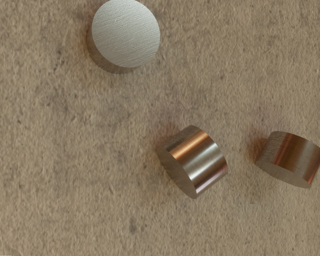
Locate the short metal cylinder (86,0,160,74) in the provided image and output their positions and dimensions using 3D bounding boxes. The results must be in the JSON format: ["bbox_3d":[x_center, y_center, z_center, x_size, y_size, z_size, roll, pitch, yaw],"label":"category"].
[{"bbox_3d":[-0.046,-0.110,0.379,0.081,0.050,0.079,0,90,-21],"label":"short metal cylinder"}]

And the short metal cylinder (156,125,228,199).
[{"bbox_3d":[0.040,0.043,0.396,0.050,0.080,0.080,-34,102,-17],"label":"short metal cylinder"}]

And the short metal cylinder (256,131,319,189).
[{"bbox_3d":[0.189,0.046,0.452,0.080,0.080,0.050,33,79,-17],"label":"short metal cylinder"}]
